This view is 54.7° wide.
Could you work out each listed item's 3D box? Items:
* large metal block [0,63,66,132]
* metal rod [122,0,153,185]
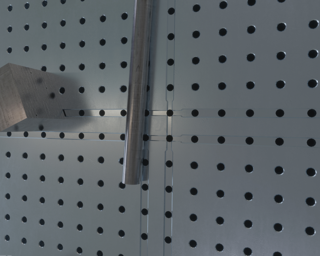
[{"bbox_3d":[-0.195,-0.041,0.452,0.050,0.080,0.080,-24,82,18],"label":"large metal block"},{"bbox_3d":[-0.029,-0.073,0.422,0.025,0.025,0.298,5,92,20],"label":"metal rod"}]
